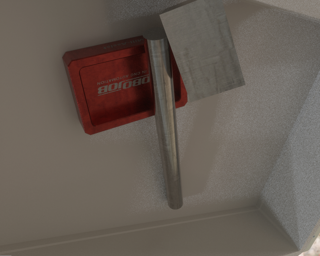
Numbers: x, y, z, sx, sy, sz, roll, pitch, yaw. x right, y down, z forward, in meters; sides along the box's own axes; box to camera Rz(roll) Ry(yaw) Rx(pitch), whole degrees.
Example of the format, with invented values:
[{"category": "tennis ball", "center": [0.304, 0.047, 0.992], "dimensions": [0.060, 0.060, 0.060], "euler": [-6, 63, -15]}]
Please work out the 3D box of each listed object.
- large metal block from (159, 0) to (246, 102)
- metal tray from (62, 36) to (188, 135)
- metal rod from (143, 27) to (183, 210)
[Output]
[{"category": "large metal block", "center": [0.040, -0.081, 0.297], "dimensions": [0.050, 0.080, 0.080], "euler": [-17, 112, 12]}, {"category": "metal tray", "center": [-0.034, -0.053, 0.355], "dimensions": [0.131, 0.030, 0.089], "euler": [-18, 126, -18]}, {"category": "metal rod", "center": [0.011, 0.016, 0.394], "dimensions": [0.025, 0.025, 0.298], "euler": [-23, 137, -15]}]
